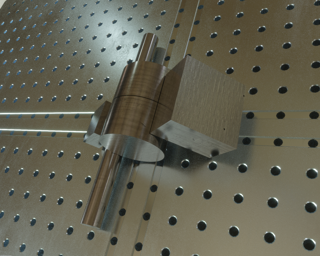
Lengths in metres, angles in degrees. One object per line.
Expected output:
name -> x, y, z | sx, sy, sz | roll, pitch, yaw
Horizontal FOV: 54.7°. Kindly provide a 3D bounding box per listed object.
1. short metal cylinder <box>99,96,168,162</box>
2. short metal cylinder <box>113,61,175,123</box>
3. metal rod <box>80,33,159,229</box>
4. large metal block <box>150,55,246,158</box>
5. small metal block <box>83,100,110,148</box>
short metal cylinder -> -0.028, 0.003, 0.380 | 0.080, 0.080, 0.050 | 1, 62, 28
short metal cylinder -> -0.016, -0.042, 0.402 | 0.080, 0.080, 0.050 | 1, 62, 28
metal rod -> -0.049, -0.013, 0.436 | 0.025, 0.025, 0.300 | 1, 62, 28
large metal block -> 0.044, -0.021, 0.349 | 0.050, 0.080, 0.080 | -32, 39, 59
small metal block -> -0.080, -0.004, 0.434 | 0.050, 0.025, 0.050 | -29, 41, 56
